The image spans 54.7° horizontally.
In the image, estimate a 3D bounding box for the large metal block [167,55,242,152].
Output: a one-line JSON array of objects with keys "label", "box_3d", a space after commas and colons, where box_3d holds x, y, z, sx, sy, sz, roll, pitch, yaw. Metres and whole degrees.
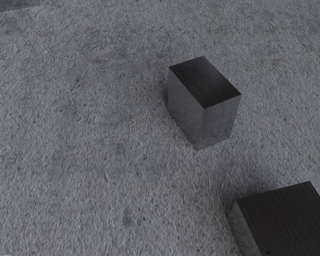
[{"label": "large metal block", "box_3d": [0.051, -0.031, 0.394, 0.050, 0.080, 0.080, -22, 54, -17]}]

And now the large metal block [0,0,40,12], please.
[{"label": "large metal block", "box_3d": [-0.295, -0.281, 0.621, 0.081, 0.050, 0.080, -17, 52, -14]}]

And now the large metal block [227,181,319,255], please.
[{"label": "large metal block", "box_3d": [0.122, 0.106, 0.298, 0.081, 0.050, 0.080, -12, 51, -10]}]
